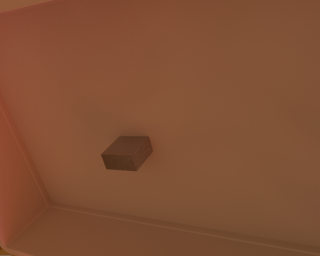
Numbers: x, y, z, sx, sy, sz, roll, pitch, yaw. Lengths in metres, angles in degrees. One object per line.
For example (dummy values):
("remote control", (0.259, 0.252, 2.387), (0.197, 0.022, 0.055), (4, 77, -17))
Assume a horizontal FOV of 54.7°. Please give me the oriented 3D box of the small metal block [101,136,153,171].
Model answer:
("small metal block", (-0.045, 0.035, 0.436), (0.050, 0.050, 0.025), (0, 118, 28))
